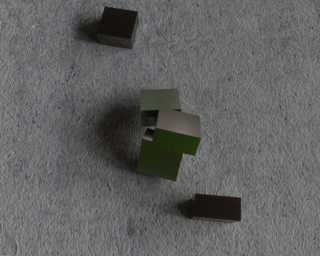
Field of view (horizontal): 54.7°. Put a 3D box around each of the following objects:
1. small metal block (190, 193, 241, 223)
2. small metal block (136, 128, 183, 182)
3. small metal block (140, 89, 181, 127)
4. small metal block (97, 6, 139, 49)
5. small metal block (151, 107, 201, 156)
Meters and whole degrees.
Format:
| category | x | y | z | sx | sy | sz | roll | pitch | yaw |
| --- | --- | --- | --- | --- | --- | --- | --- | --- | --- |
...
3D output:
| category | x | y | z | sx | sy | sz | roll | pitch | yaw |
| --- | --- | --- | --- | --- | --- | --- | --- | --- | --- |
| small metal block | 0.063 | 0.094 | 0.361 | 0.050 | 0.050 | 0.025 | 5 | 70 | 2 |
| small metal block | 0.002 | 0.033 | 0.380 | 0.050 | 0.050 | 0.025 | 14 | 31 | 5 |
| small metal block | 0.000 | -0.027 | 0.406 | 0.050 | 0.025 | 0.050 | -2 | 37 | -1 |
| small metal block | -0.062 | -0.149 | 0.462 | 0.050 | 0.025 | 0.050 | 10 | 70 | 3 |
| small metal block | 0.019 | 0.003 | 0.362 | 0.050 | 0.025 | 0.050 | 13 | 31 | -3 |
